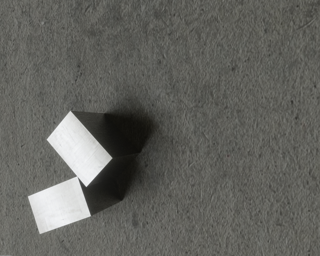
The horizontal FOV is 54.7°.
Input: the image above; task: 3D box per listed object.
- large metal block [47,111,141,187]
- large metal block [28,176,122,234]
[{"bbox_3d":[-0.084,0.024,0.409,0.080,0.080,0.050,46,104,14],"label":"large metal block"},{"bbox_3d":[-0.112,0.096,0.419,0.080,0.080,0.050,-23,83,18],"label":"large metal block"}]
